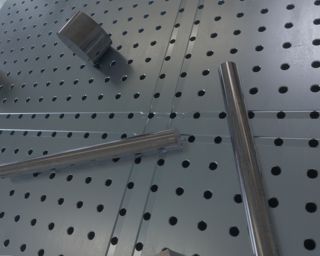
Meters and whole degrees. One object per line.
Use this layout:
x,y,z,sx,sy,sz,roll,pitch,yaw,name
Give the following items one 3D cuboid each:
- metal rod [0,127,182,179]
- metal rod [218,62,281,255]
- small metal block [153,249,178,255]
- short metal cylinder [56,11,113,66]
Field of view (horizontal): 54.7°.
-0.114,0.040,0.443,0.300,0.025,0.025,-12,57,21,metal rod
0.095,0.047,0.329,0.025,0.025,0.299,-15,55,19,metal rod
-0.001,0.158,0.312,0.050,0.025,0.050,-29,52,9,small metal block
-0.130,-0.154,0.536,0.080,0.080,0.050,32,80,38,short metal cylinder
